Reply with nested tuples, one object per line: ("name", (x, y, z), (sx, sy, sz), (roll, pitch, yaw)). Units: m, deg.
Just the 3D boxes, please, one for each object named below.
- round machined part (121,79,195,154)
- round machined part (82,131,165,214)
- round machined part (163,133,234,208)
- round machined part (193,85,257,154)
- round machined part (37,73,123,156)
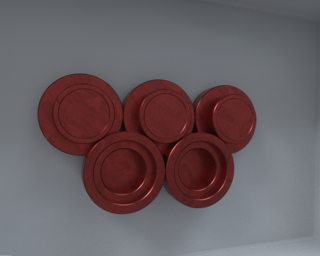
("round machined part", (0.001, -0.014, 0.399), (0.099, 0.042, 0.097), (0, 89, -20))
("round machined part", (-0.046, 0.052, 0.382), (0.099, 0.042, 0.097), (0, 90, -20))
("round machined part", (0.046, 0.054, 0.417), (0.099, 0.042, 0.097), (0, 90, -20))
("round machined part", (0.094, -0.012, 0.433), (0.099, 0.042, 0.097), (0, 89, -20))
("round machined part", (-0.091, -0.016, 0.365), (0.099, 0.042, 0.097), (0, 89, -21))
